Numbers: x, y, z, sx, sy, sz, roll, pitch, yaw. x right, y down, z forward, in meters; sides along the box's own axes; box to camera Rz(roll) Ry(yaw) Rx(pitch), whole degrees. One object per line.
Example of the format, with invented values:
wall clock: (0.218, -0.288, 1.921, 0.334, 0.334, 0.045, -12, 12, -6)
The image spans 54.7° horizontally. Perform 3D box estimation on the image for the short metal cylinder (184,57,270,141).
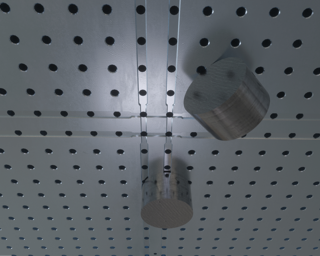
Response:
short metal cylinder: (0.074, -0.033, 0.348, 0.080, 0.080, 0.050, -33, 123, 25)

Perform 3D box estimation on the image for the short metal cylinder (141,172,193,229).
short metal cylinder: (0.011, 0.117, 0.494, 0.081, 0.050, 0.079, 0, 130, 0)
